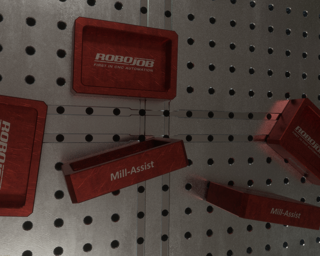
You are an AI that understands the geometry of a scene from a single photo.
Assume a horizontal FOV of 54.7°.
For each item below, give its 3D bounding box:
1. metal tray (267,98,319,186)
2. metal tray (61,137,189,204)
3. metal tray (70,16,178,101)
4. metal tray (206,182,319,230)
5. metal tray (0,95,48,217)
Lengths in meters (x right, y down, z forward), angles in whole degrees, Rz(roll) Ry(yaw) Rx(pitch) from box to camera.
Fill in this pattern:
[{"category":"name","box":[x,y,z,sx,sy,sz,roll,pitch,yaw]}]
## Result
[{"category":"metal tray","box":[0.245,0.024,0.502,0.130,0.030,0.090,38,78,-16]},{"category":"metal tray","box":[-0.044,0.044,0.362,0.131,0.090,0.030,-16,96,-20]},{"category":"metal tray","box":[-0.044,-0.083,0.394,0.131,0.030,0.089,2,89,-21]},{"category":"metal tray","box":[0.143,0.107,0.432,0.131,0.090,0.030,14,86,-20]},{"category":"metal tray","box":[-0.180,0.029,0.343,0.091,0.030,0.129,8,87,-20]}]
